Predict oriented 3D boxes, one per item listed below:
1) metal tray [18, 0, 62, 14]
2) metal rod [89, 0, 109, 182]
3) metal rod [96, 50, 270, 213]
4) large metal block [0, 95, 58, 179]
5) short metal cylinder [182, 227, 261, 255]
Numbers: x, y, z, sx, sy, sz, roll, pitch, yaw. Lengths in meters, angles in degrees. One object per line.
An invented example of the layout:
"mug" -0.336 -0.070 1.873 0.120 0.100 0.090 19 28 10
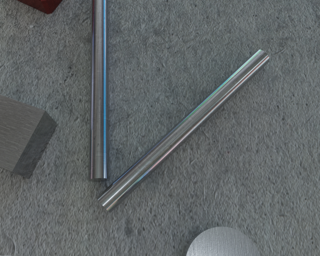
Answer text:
"metal tray" -0.181 -0.254 0.496 0.090 0.030 0.130 27 72 9
"metal rod" -0.085 -0.076 0.434 0.025 0.025 0.299 -3 70 -2
"metal rod" 0.040 -0.005 0.410 0.301 0.025 0.025 -42 76 -14
"large metal block" -0.190 0.009 0.389 0.080 0.050 0.080 19 71 6
"short metal cylinder" 0.066 0.151 0.340 0.081 0.050 0.080 0 70 0
